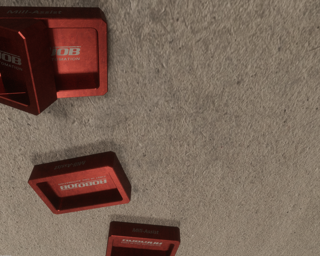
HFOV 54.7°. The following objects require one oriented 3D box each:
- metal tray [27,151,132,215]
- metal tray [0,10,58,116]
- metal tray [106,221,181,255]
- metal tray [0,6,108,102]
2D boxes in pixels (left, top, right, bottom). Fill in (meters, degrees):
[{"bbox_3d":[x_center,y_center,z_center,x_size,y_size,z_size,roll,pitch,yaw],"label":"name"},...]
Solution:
[{"bbox_3d":[-0.119,0.087,0.475,0.131,0.030,0.090,-11,130,9],"label":"metal tray"},{"bbox_3d":[-0.171,-0.072,0.308,0.130,0.030,0.089,18,131,13],"label":"metal tray"},{"bbox_3d":[-0.034,0.221,0.591,0.131,0.030,0.089,8,130,-7],"label":"metal tray"},{"bbox_3d":[-0.121,-0.075,0.318,0.131,0.030,0.089,-5,132,-15],"label":"metal tray"}]
